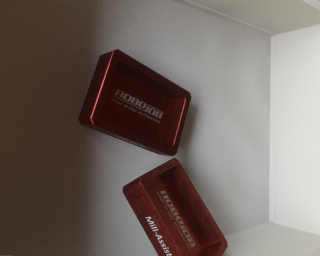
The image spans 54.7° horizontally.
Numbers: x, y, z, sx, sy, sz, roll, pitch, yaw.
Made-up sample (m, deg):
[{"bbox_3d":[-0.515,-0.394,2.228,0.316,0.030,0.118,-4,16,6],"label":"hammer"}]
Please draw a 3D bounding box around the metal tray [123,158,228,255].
[{"bbox_3d":[0.022,0.108,0.369,0.130,0.030,0.091,59,31,7],"label":"metal tray"}]

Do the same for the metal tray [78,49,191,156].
[{"bbox_3d":[-0.024,-0.026,0.382,0.131,0.030,0.090,25,74,-37],"label":"metal tray"}]
